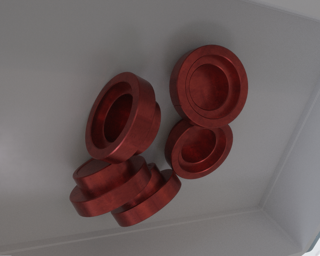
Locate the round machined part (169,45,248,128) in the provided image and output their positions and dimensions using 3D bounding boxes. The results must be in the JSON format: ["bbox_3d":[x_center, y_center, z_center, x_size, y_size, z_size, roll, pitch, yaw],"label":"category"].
[{"bbox_3d":[0.056,-0.050,0.382,0.099,0.042,0.097,-2,95,-23],"label":"round machined part"}]

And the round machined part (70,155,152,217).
[{"bbox_3d":[-0.063,0.057,0.368,0.099,0.098,0.042,-28,105,-11],"label":"round machined part"}]

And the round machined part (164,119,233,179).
[{"bbox_3d":[0.050,0.021,0.438,0.099,0.042,0.097,-14,124,-21],"label":"round machined part"}]

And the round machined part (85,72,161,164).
[{"bbox_3d":[-0.037,-0.008,0.336,0.042,0.098,0.098,24,105,-37],"label":"round machined part"}]

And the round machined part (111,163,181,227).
[{"bbox_3d":[-0.024,0.082,0.410,0.098,0.098,0.042,-33,96,-7],"label":"round machined part"}]
